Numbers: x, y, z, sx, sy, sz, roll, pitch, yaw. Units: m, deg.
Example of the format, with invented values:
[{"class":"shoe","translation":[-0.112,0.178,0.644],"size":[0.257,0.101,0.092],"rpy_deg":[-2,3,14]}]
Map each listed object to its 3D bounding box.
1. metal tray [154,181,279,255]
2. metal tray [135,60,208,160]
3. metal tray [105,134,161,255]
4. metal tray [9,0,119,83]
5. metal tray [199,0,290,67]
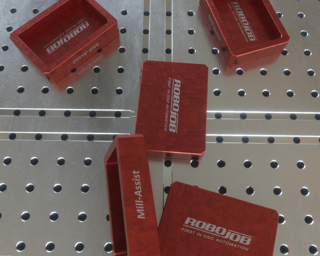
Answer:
[{"class":"metal tray","translation":[0.064,0.125,0.364],"size":[0.131,0.030,0.090],"rpy_deg":[16,71,5]},{"class":"metal tray","translation":[0.017,-0.026,0.419],"size":[0.091,0.030,0.130],"rpy_deg":[5,70,1]},{"class":"metal tray","translation":[-0.035,0.081,0.344],"size":[0.030,0.090,0.129],"rpy_deg":[-2,69,-20]},{"class":"metal tray","translation":[-0.138,-0.138,0.457],"size":[0.130,0.030,0.090],"rpy_deg":[-42,76,-14]},{"class":"metal tray","translation":[0.125,-0.164,0.470],"size":[0.091,0.030,0.130],"rpy_deg":[-17,71,-7]}]
